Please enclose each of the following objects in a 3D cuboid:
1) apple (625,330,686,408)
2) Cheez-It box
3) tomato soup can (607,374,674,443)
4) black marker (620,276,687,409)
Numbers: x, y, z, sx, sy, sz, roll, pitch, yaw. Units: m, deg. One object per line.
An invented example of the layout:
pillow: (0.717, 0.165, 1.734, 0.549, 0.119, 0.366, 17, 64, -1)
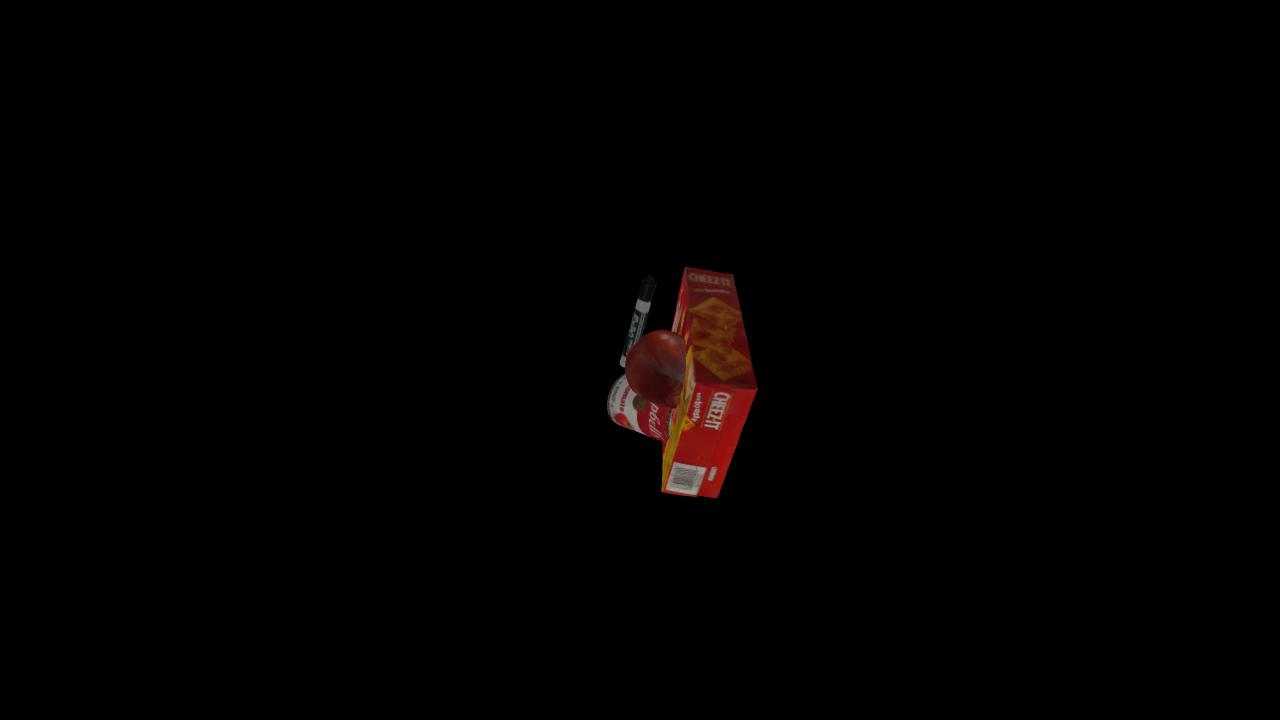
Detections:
apple: (0.025, 0.011, 0.657, 0.079, 0.079, 0.093, 0, 36, -35)
Cheez-It box: (0.070, 0.020, 0.709, 0.071, 0.166, 0.223, 8, 37, -5)
tomato soup can: (0.019, 0.055, 0.707, 0.101, 0.068, 0.068, 16, 11, 43)
black marker: (-0.002, -0.045, 0.741, 0.020, 0.121, 0.020, 12, 28, -7)
